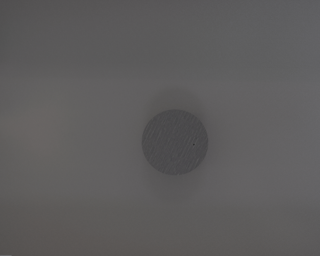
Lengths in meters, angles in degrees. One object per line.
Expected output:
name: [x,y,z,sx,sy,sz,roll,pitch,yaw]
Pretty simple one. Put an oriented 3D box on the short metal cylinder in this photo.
short metal cylinder: [0.018,0.017,0.399,0.080,0.050,0.080,0,90,0]
